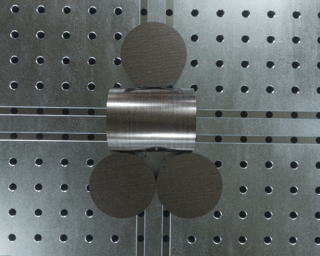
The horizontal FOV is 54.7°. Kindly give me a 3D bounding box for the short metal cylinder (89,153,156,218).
[{"bbox_3d":[-0.046,0.070,0.399,0.081,0.050,0.079,0,90,-1],"label":"short metal cylinder"}]

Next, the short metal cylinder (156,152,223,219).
[{"bbox_3d":[0.036,0.070,0.400,0.081,0.050,0.079,0,90,-1],"label":"short metal cylinder"}]

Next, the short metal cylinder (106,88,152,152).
[{"bbox_3d":[-0.035,-0.010,0.386,0.050,0.080,0.079,0,90,0],"label":"short metal cylinder"}]

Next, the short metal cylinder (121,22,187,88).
[{"bbox_3d":[-0.008,-0.089,0.400,0.081,0.050,0.079,0,90,-1],"label":"short metal cylinder"}]

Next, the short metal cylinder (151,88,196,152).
[{"bbox_3d":[0.015,-0.010,0.387,0.050,0.080,0.079,0,90,0],"label":"short metal cylinder"}]
